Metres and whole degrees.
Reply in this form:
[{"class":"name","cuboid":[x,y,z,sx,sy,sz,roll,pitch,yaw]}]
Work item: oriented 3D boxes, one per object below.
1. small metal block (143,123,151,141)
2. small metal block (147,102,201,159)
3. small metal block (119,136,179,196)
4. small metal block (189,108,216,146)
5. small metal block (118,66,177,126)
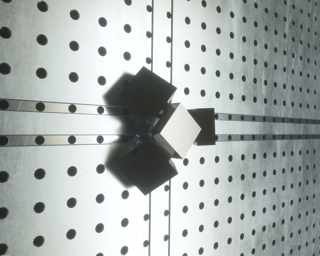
[{"class":"small metal block","cuboid":[0.006,0.004,0.413,0.050,0.025,0.050,2,92,-40]},{"class":"small metal block","cuboid":[0.019,0.004,0.391,0.050,0.025,0.050,49,61,-29]},{"class":"small metal block","cuboid":[-0.014,0.047,0.380,0.050,0.025,0.050,-35,117,6]},{"class":"small metal block","cuboid":[0.058,-0.002,0.437,0.025,0.050,0.050,-2,92,-7]},{"class":"small metal block","cuboid":[-0.015,-0.039,0.379,0.050,0.025,0.050,34,64,4]}]
